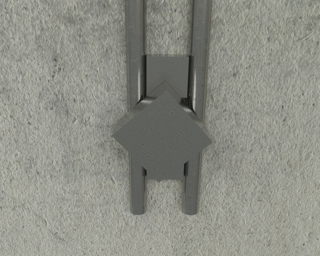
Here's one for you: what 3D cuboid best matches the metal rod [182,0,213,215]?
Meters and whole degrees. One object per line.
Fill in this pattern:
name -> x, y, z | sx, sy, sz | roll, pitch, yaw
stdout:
metal rod -> 0.047, -0.018, 0.405 | 0.025, 0.025, 0.298 | 0, 110, -1

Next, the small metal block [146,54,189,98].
small metal block -> 0.009, -0.065, 0.386 | 0.050, 0.025, 0.050 | 1, 110, -1

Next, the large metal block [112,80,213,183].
large metal block -> 0.003, 0.004, 0.370 | 0.080, 0.050, 0.080 | -39, 106, 13

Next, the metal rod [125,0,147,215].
metal rod -> -0.030, -0.019, 0.404 | 0.025, 0.025, 0.298 | 0, 110, -1

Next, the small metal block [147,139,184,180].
small metal block -> 0.007, 0.043, 0.426 | 0.050, 0.025, 0.050 | 1, 110, -1
